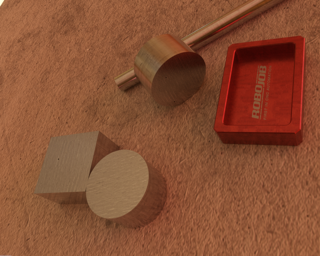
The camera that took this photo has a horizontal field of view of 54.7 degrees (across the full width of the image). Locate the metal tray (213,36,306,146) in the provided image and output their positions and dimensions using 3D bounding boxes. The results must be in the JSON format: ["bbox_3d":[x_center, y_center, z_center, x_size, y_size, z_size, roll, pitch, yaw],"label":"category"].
[{"bbox_3d":[0.120,-0.045,0.365,0.090,0.030,0.130,0,62,28],"label":"metal tray"}]

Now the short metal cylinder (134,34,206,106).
[{"bbox_3d":[0.013,-0.075,0.408,0.080,0.080,0.050,-39,51,2],"label":"short metal cylinder"}]

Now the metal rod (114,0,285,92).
[{"bbox_3d":[0.067,-0.136,0.452,0.300,0.025,0.025,-28,52,10],"label":"metal rod"}]

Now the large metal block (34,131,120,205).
[{"bbox_3d":[-0.107,0.055,0.411,0.080,0.050,0.080,-7,58,24],"label":"large metal block"}]

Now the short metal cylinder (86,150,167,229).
[{"bbox_3d":[-0.038,0.072,0.364,0.080,0.050,0.080,-13,56,21],"label":"short metal cylinder"}]
